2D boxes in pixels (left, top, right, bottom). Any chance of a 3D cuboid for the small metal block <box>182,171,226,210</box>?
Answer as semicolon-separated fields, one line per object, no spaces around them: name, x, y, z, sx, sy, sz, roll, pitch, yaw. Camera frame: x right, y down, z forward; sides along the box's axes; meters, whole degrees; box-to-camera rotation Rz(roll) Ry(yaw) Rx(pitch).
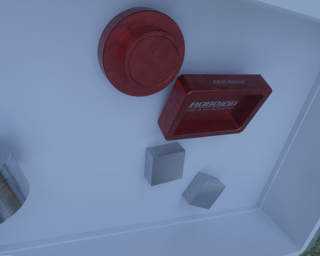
small metal block;0.073;0.105;0.516;0.050;0.025;0.050;24;105;-37

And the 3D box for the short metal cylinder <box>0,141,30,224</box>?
short metal cylinder;-0.181;0.057;0.310;0.081;0.080;0.050;-22;127;-15

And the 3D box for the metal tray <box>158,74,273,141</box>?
metal tray;0.072;-0.027;0.410;0.131;0.030;0.089;-5;141;-27

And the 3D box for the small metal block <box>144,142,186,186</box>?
small metal block;0.006;0.051;0.446;0.050;0.025;0.050;-10;123;-24

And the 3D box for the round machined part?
round machined part;-0.015;-0.079;0.342;0.099;0.042;0.097;-14;124;-21
